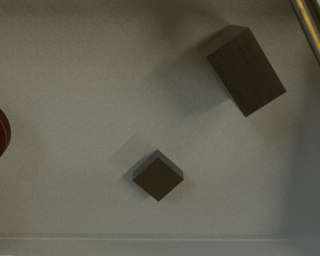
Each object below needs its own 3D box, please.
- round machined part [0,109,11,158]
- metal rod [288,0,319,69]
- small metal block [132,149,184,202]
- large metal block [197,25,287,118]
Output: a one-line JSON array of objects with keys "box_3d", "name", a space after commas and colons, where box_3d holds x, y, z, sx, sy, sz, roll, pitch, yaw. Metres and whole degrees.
[{"box_3d": [-0.242, 0.002, 0.395, 0.099, 0.042, 0.097, -3, 111, -9], "name": "round machined part"}, {"box_3d": [0.100, -0.131, 0.238, 0.025, 0.025, 0.299, -31, 108, 10], "name": "metal rod"}, {"box_3d": [-0.003, 0.067, 0.436, 0.050, 0.025, 0.050, 42, 104, -14], "name": "small metal block"}, {"box_3d": [0.090, -0.069, 0.358, 0.050, 0.080, 0.080, -34, 107, 11], "name": "large metal block"}]
